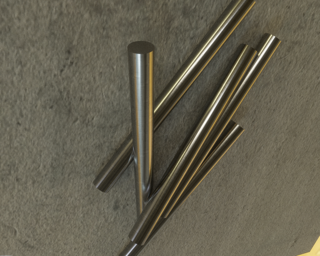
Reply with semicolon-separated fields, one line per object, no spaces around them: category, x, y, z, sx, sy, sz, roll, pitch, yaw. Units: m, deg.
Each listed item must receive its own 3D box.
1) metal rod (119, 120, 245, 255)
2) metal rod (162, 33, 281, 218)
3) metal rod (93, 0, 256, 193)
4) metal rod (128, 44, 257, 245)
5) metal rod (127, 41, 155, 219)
metal rod;0.027;0.112;0.492;0.025;0.025;0.299;32;100;-39
metal rod;0.076;0.004;0.445;0.025;0.025;0.299;23;104;-37
metal rod;0.013;-0.039;0.391;0.025;0.025;0.299;31;101;-38
metal rod;0.042;0.024;0.417;0.025;0.025;0.299;27;94;-38
metal rod;-0.020;0.035;0.385;0.025;0.025;0.298;-17;136;-19
